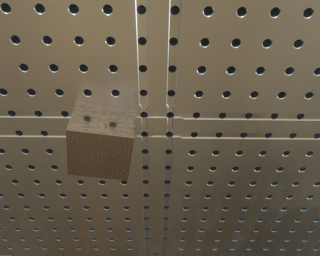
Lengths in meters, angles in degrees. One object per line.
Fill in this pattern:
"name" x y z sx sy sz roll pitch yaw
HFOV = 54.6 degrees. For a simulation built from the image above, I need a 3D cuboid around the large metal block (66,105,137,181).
"large metal block" -0.077 0.021 0.412 0.080 0.050 0.079 7 130 -6
